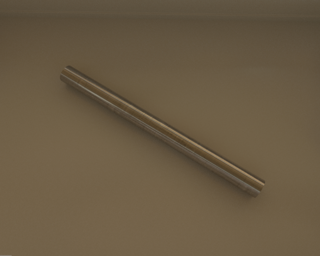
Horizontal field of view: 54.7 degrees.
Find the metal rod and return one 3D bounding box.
[{"bbox_3d":[-0.004,0.000,0.407,0.301,0.025,0.025,31,73,10],"label":"metal rod"}]
